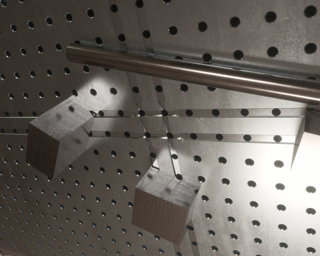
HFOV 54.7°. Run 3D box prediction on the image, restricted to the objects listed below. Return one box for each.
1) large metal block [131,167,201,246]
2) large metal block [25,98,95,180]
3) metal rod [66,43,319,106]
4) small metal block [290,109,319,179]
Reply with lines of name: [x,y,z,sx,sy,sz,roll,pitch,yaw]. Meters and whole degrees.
large metal block: [0.008,0.116,0.461,0.080,0.050,0.079,20,126,16]
large metal block: [-0.148,0.015,0.461,0.050,0.080,0.079,31,128,8]
metal rod: [0.022,-0.067,0.357,0.301,0.025,0.025,13,124,20]
small metal block: [0.157,0.016,0.322,0.025,0.050,0.050,16,125,19]
